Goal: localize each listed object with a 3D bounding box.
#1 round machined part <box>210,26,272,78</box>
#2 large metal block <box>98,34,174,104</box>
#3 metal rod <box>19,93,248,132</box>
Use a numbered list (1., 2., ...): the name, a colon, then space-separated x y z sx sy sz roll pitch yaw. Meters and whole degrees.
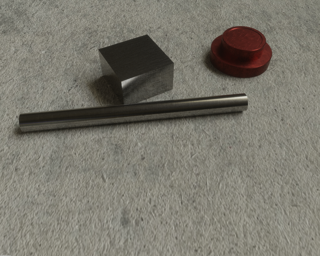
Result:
1. round machined part: 0.132 -0.129 0.502 0.099 0.042 0.098 0 50 0
2. large metal block: -0.035 -0.086 0.459 0.081 0.050 0.080 -23 54 -19
3. metal rod: -0.031 -0.022 0.420 0.302 0.025 0.025 -6 50 -5
